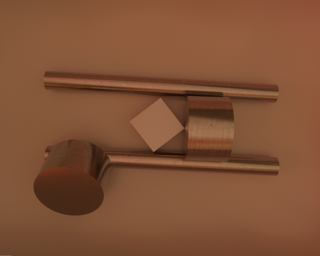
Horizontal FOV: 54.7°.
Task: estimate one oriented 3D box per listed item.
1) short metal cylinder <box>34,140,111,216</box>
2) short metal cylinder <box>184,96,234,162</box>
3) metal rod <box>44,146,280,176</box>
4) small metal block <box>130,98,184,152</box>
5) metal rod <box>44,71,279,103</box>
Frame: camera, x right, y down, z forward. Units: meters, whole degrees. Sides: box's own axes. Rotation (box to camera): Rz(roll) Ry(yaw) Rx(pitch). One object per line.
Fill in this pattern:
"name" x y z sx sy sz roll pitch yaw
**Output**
"short metal cylinder" -0.105 0.061 0.379 0.081 0.050 0.079 1 124 1
"short metal cylinder" 0.057 0.001 0.383 0.050 0.080 0.079 2 90 0
"metal rod" 0.003 0.043 0.409 0.302 0.025 0.025 3 90 -1
"small metal block" -0.004 -0.004 0.410 0.050 0.025 0.050 -38 91 0
"metal rod" 0.002 -0.054 0.409 0.302 0.025 0.025 3 90 -1
